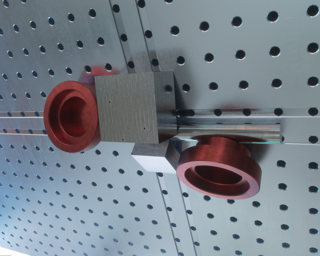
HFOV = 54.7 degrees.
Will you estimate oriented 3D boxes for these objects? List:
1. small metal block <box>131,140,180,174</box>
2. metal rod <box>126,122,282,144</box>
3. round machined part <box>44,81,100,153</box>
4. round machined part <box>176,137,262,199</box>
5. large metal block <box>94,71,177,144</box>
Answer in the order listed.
[{"bbox_3d":[-0.003,0.039,0.425,0.050,0.025,0.050,1,148,28],"label":"small metal block"},{"bbox_3d":[0.002,0.004,0.414,0.300,0.025,0.025,1,119,27],"label":"metal rod"},{"bbox_3d":[-0.112,-0.015,0.433,0.098,0.042,0.097,1,93,28],"label":"round machined part"},{"bbox_3d":[0.072,0.046,0.375,0.098,0.042,0.098,14,148,9],"label":"round machined part"},{"bbox_3d":[-0.028,-0.026,0.379,0.080,0.050,0.079,1,101,27],"label":"large metal block"}]
